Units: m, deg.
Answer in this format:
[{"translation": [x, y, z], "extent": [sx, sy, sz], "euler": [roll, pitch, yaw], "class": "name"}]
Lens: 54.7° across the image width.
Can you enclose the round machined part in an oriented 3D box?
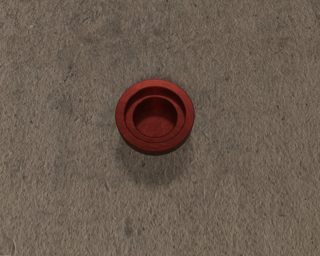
[{"translation": [-0.006, -0.011, 0.403], "extent": [0.099, 0.042, 0.098], "euler": [0, 70, -1], "class": "round machined part"}]
